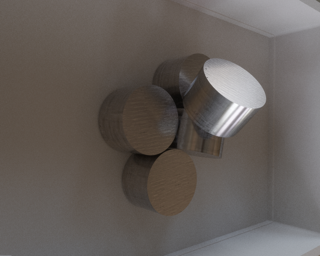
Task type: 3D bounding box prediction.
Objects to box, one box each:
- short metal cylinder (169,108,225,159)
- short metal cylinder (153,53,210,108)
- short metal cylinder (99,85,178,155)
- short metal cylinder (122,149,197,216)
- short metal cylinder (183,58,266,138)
[{"bbox_3d":[0.045,0.009,0.409,0.081,0.080,0.050,17,79,-39],"label":"short metal cylinder"},{"bbox_3d":[0.038,-0.057,0.422,0.081,0.050,0.079,0,90,-40],"label":"short metal cylinder"},{"bbox_3d":[-0.025,-0.009,0.369,0.081,0.050,0.079,0,90,-40],"label":"short metal cylinder"},{"bbox_3d":[0.000,0.065,0.390,0.081,0.050,0.079,0,90,-40],"label":"short metal cylinder"},{"bbox_3d":[0.074,-0.036,0.361,0.081,0.050,0.080,17,44,-17],"label":"short metal cylinder"}]
